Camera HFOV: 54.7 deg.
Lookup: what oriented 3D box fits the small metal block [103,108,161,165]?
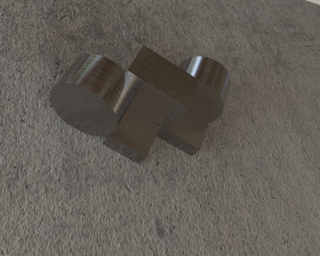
[{"bbox_3d":[-0.034,0.009,0.382,0.050,0.025,0.050,31,52,-8],"label":"small metal block"}]

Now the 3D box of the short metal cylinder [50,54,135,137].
[{"bbox_3d":[-0.075,-0.035,0.351,0.080,0.080,0.050,31,52,-9],"label":"short metal cylinder"}]

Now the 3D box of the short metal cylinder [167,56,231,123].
[{"bbox_3d":[0.053,-0.051,0.430,0.080,0.080,0.050,31,52,-9],"label":"short metal cylinder"}]

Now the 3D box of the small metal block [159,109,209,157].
[{"bbox_3d":[0.034,0.003,0.422,0.050,0.025,0.050,31,52,-8],"label":"small metal block"}]

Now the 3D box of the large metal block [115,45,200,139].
[{"bbox_3d":[-0.010,-0.042,0.391,0.080,0.080,0.050,31,52,-9],"label":"large metal block"}]
